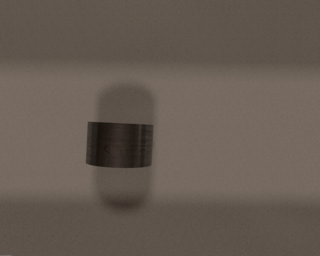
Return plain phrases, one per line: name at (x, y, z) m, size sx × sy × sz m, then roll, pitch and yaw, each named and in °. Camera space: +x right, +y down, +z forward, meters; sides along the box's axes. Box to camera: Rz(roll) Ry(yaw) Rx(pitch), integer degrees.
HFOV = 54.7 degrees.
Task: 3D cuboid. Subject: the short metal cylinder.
short metal cylinder at (-0.049, 0.019, 0.383) m, size 0.081 × 0.080 × 0.050 m, roll 3°, pitch 90°, yaw -1°
